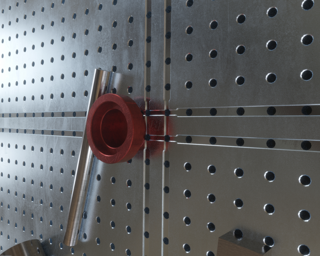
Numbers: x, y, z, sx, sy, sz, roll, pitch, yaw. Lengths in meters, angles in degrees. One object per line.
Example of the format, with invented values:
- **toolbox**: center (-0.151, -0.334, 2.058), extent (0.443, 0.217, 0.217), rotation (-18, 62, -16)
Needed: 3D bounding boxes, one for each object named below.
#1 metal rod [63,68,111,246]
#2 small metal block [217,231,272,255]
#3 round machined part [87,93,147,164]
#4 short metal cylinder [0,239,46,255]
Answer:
- **metal rod**: center (-0.121, 0.053, 0.506), extent (0.025, 0.025, 0.298), rotation (21, 103, 37)
- **small metal block**: center (0.089, 0.148, 0.335), extent (0.050, 0.025, 0.050), rotation (9, 96, 39)
- **round machined part**: center (-0.058, 0.001, 0.444), extent (0.098, 0.042, 0.097), rotation (0, 90, 39)
- **short metal cylinder**: center (-0.257, 0.254, 0.581), extent (0.080, 0.081, 0.050), rotation (-50, 61, 28)
